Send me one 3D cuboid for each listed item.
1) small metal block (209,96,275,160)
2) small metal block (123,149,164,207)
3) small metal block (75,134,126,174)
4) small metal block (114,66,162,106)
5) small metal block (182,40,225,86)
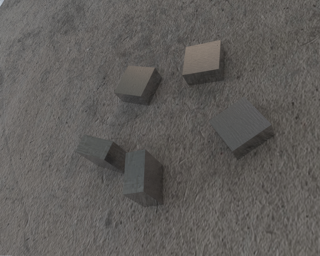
[{"bbox_3d":[0.093,0.000,0.355,0.050,0.025,0.050,-35,51,4],"label":"small metal block"},{"bbox_3d":[-0.018,0.060,0.361,0.025,0.050,0.050,-13,56,21],"label":"small metal block"},{"bbox_3d":[-0.072,0.035,0.404,0.050,0.050,0.025,11,67,32],"label":"small metal block"},{"bbox_3d":[-0.032,-0.064,0.460,0.050,0.025,0.050,11,67,33],"label":"small metal block"},{"bbox_3d":[0.061,-0.089,0.427,0.050,0.025,0.050,-5,59,25],"label":"small metal block"}]
